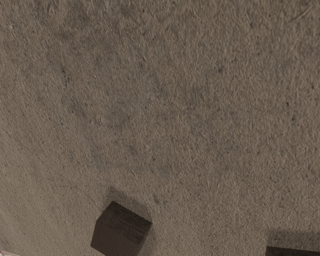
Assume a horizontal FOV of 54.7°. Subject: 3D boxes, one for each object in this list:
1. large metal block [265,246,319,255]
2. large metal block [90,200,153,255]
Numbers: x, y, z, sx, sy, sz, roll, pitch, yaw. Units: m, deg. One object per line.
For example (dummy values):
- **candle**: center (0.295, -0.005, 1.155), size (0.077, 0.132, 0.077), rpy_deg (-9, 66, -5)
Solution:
- **large metal block**: center (0.191, 0.214, 0.423), size (0.080, 0.050, 0.080), rpy_deg (-5, 116, 30)
- **large metal block**: center (-0.069, 0.187, 0.540), size (0.080, 0.050, 0.079), rpy_deg (27, 128, 11)
